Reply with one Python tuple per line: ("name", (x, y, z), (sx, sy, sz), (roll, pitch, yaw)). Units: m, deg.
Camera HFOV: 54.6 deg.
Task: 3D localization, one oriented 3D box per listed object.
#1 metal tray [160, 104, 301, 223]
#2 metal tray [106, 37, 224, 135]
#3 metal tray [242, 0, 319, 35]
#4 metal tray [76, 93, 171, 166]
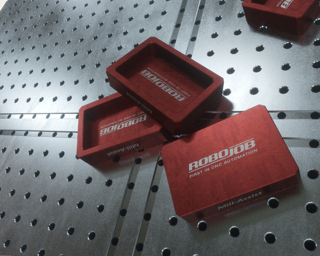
("metal tray", (0.072, 0.039, 0.344), (0.130, 0.030, 0.090), (-24, 53, 13))
("metal tray", (0.005, -0.060, 0.406), (0.130, 0.030, 0.090), (38, 66, 25))
("metal tray", (0.188, -0.195, 0.426), (0.090, 0.030, 0.130), (33, 80, 38))
("metal tray", (-0.054, -0.008, 0.439), (0.130, 0.030, 0.090), (-19, 54, 17))
